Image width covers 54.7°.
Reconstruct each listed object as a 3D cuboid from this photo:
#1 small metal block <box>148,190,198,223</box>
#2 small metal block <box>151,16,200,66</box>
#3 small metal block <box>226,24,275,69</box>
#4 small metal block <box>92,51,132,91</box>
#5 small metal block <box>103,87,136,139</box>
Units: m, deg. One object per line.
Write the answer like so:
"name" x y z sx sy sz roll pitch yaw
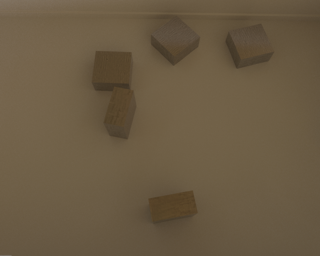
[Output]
"small metal block" 0.014 0.093 0.362 0.050 0.050 0.025 -10 71 -4
"small metal block" 0.022 -0.129 0.457 0.050 0.025 0.050 -40 75 -13
"small metal block" 0.131 -0.120 0.454 0.050 0.025 0.050 -15 71 -5
"small metal block" -0.066 -0.080 0.438 0.050 0.025 0.050 2 70 1
"small metal block" -0.050 -0.018 0.403 0.025 0.050 0.050 11 71 4
